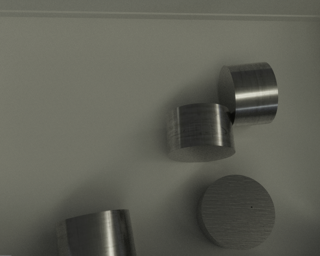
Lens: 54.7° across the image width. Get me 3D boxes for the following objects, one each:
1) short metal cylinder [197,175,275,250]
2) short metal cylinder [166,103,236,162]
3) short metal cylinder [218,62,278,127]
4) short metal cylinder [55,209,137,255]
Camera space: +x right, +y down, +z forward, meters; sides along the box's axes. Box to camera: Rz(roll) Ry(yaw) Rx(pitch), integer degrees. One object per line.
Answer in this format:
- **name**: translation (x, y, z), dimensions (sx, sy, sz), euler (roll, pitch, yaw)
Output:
- **short metal cylinder**: translation (0.085, 0.099, 0.361), dimensions (0.081, 0.050, 0.080), euler (0, 70, 0)
- **short metal cylinder**: translation (0.048, 0.009, 0.378), dimensions (0.081, 0.080, 0.050), euler (-2, 70, -1)
- **short metal cylinder**: translation (0.110, -0.042, 0.397), dimensions (0.050, 0.080, 0.080), euler (-6, 70, -3)
- **short metal cylinder**: translation (-0.069, 0.122, 0.335), dimensions (0.081, 0.080, 0.050), euler (-11, 71, -4)
